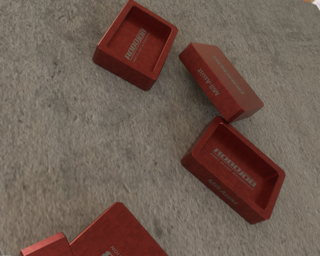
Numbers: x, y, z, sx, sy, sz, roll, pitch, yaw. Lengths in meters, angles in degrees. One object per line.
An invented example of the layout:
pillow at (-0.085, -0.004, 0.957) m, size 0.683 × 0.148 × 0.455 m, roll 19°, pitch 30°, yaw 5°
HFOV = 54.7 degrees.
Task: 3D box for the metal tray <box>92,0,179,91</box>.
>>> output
metal tray at (-0.032, -0.126, 0.461) m, size 0.090 × 0.030 × 0.130 m, roll 28°, pitch 52°, yaw -11°

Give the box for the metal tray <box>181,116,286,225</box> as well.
metal tray at (0.103, 0.055, 0.424) m, size 0.130 × 0.030 × 0.090 m, roll 41°, pitch 51°, yaw -1°

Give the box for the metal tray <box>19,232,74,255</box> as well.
metal tray at (-0.069, 0.152, 0.232) m, size 0.030 × 0.090 × 0.130 m, roll -18°, pitch 72°, yaw -35°

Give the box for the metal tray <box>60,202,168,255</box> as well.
metal tray at (-0.031, 0.147, 0.288) m, size 0.130 × 0.030 × 0.091 m, roll 48°, pitch 45°, yaw 3°

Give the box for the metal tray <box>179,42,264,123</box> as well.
metal tray at (0.096, -0.072, 0.478) m, size 0.091 × 0.030 × 0.130 m, roll -14°, pitch 65°, yaw -52°
